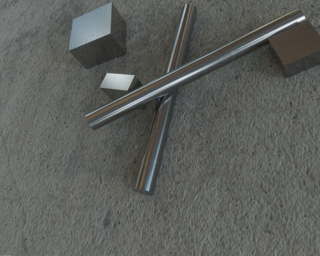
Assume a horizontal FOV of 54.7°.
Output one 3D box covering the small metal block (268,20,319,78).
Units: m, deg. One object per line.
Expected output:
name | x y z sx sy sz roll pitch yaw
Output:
small metal block | 0.166 -0.095 0.375 0.050 0.025 0.050 -23 53 14

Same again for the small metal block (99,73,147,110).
small metal block | -0.049 -0.052 0.444 0.050 0.050 0.025 10 67 32

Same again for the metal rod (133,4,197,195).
metal rod | 0.013 -0.056 0.429 0.025 0.025 0.300 0 62 28

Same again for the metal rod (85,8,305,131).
metal rod | 0.044 -0.074 0.400 0.301 0.025 0.025 -26 52 1

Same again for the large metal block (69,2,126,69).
large metal block | -0.106 -0.160 0.539 0.080 0.050 0.080 -16 55 18
